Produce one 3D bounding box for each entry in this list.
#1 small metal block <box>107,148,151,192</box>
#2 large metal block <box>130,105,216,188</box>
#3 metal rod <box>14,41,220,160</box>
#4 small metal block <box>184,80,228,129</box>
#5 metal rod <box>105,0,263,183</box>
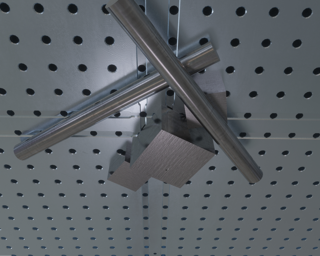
[{"bbox_3d":[-0.044,0.064,0.466,0.050,0.025,0.050,28,124,-22],"label":"small metal block"},{"bbox_3d":[0.015,0.027,0.419,0.080,0.050,0.080,25,126,-20],"label":"large metal block"},{"bbox_3d":[-0.068,-0.025,0.389,0.300,0.025,0.025,-25,126,19],"label":"metal rod"},{"bbox_3d":[0.056,-0.029,0.388,0.050,0.025,0.050,-8,130,6],"label":"small metal block"},{"bbox_3d":[0.047,-0.024,0.358,0.025,0.025,0.300,-28,126,22],"label":"metal rod"}]
